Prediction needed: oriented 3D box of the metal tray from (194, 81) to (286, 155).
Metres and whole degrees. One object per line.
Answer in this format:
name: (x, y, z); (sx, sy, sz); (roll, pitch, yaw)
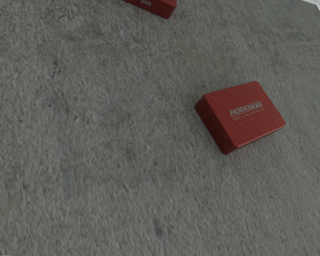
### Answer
metal tray: (0.128, -0.020, 0.484); (0.131, 0.030, 0.090); (-18, 71, -35)

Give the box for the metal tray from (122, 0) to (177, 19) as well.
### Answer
metal tray: (-0.034, -0.251, 0.536); (0.131, 0.030, 0.090); (16, 55, -19)
